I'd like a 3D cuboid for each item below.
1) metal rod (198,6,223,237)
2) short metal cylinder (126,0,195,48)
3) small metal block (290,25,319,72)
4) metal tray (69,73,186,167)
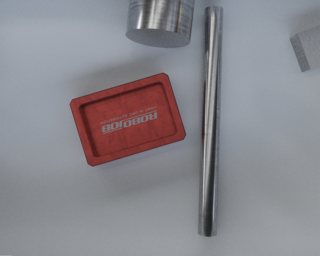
[{"bbox_3d":[0.067,-0.009,0.412,0.025,0.025,0.298,2,90,-1],"label":"metal rod"},{"bbox_3d":[0.000,-0.135,0.384,0.081,0.080,0.050,6,90,-1],"label":"short metal cylinder"},{"bbox_3d":[0.211,-0.108,0.414,0.050,0.025,0.050,-20,90,-1],"label":"small metal block"},{"bbox_3d":[-0.041,-0.011,0.408,0.131,0.030,0.090,-17,90,-1],"label":"metal tray"}]
